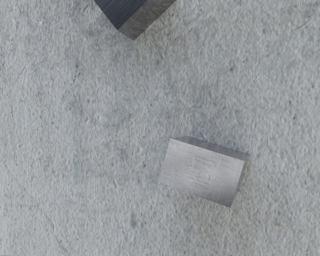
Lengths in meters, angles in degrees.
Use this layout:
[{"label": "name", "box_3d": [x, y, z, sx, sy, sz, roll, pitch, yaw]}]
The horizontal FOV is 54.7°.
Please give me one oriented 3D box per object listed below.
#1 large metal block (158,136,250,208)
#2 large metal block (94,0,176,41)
[{"label": "large metal block", "box_3d": [0.055, 0.046, 0.360, 0.080, 0.080, 0.050, 17, 96, 19]}, {"label": "large metal block", "box_3d": [-0.039, -0.178, 0.408, 0.080, 0.050, 0.080, -40, 78, 15]}]
